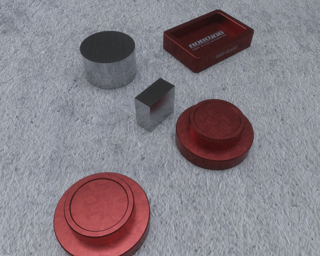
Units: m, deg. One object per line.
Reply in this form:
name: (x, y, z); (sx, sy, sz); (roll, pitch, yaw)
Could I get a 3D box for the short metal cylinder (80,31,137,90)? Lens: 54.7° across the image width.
short metal cylinder: (-0.077, -0.104, 0.474); (0.081, 0.050, 0.080); (0, 50, 0)

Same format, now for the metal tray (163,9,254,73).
metal tray: (0.082, -0.152, 0.528); (0.131, 0.030, 0.090); (-30, 56, -23)

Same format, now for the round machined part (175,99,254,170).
round machined part: (0.069, 0.001, 0.392); (0.099, 0.042, 0.098); (0, 50, 0)

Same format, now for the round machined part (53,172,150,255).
round machined part: (-0.059, 0.087, 0.318); (0.099, 0.042, 0.098); (0, 50, 0)

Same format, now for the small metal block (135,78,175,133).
small metal block: (-0.006, -0.030, 0.412); (0.025, 0.050, 0.050); (33, 57, 24)
